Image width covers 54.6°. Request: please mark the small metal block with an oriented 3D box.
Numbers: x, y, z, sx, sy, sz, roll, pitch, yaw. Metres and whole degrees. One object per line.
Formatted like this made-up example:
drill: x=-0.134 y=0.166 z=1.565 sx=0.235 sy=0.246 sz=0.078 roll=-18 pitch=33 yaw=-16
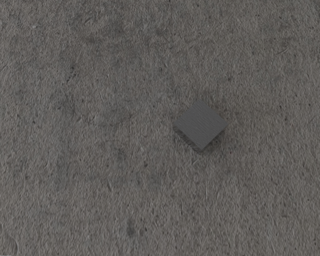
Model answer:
small metal block: x=0.053 y=-0.002 z=0.409 sx=0.050 sy=0.025 sz=0.050 roll=-42 pitch=76 yaw=-14
